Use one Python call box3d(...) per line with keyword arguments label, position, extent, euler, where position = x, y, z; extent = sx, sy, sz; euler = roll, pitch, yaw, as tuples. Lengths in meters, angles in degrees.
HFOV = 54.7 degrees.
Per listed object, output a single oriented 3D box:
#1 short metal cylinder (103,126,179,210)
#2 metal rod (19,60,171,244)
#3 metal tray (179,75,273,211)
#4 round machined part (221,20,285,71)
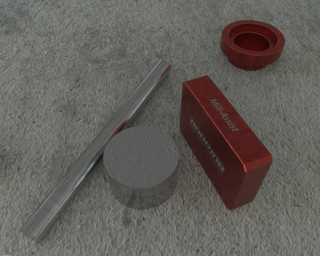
box3d(label="short metal cylinder", position=(-0.020, 0.044, 0.350), extent=(0.081, 0.050, 0.080), euler=(0, 50, 0))
box3d(label="metal rod", position=(-0.062, 0.006, 0.397), extent=(0.025, 0.025, 0.301), euler=(21, 53, 17))
box3d(label="metal tray", position=(0.065, 0.015, 0.349), extent=(0.030, 0.090, 0.130), euler=(-18, 53, -15))
box3d(label="round machined part", position=(0.147, -0.131, 0.503), extent=(0.099, 0.042, 0.098), euler=(0, 50, 0))
